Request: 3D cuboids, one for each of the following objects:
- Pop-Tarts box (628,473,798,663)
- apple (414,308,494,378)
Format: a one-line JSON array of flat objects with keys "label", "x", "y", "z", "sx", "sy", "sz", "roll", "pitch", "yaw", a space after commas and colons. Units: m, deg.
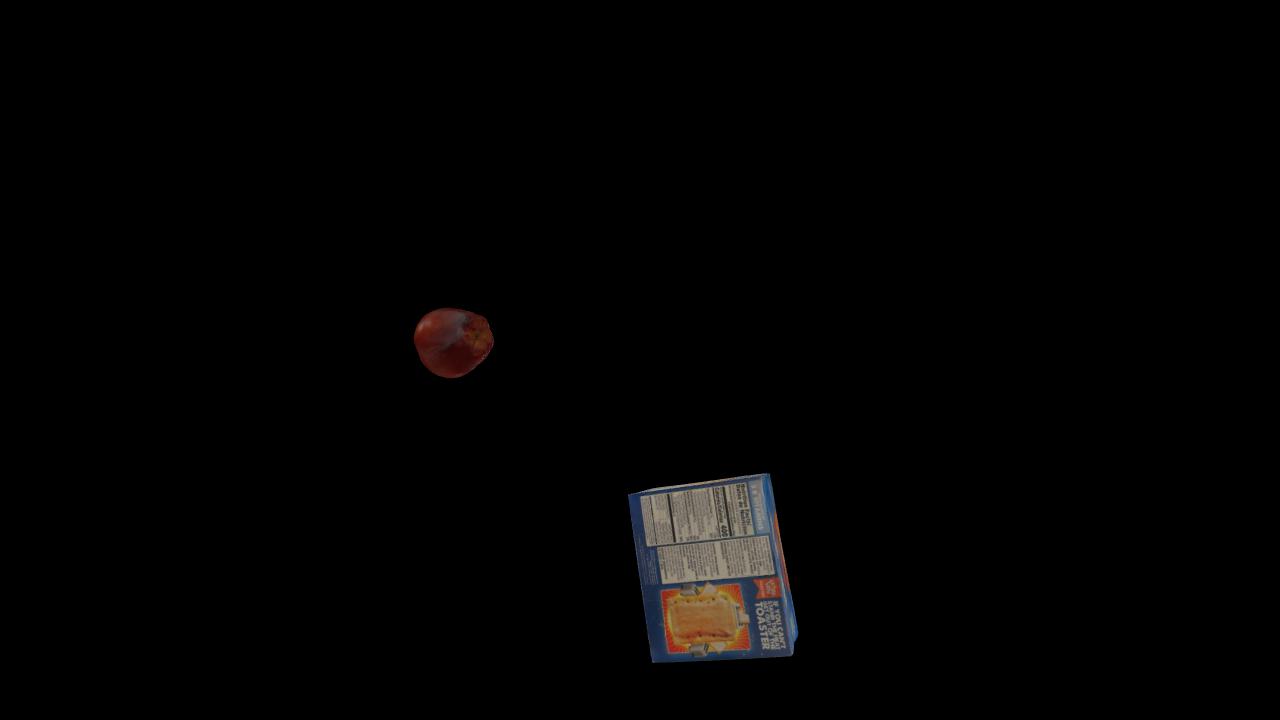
[{"label": "Pop-Tarts box", "x": 0.076, "y": 0.210, "z": 0.634, "sx": 0.141, "sy": 0.167, "sz": 0.083, "roll": -11, "pitch": -9, "yaw": 16}, {"label": "apple", "x": -0.206, "y": -0.020, "z": 0.679, "sx": 0.093, "sy": 0.079, "sz": 0.079, "roll": -7, "pitch": -4, "yaw": 34}]
